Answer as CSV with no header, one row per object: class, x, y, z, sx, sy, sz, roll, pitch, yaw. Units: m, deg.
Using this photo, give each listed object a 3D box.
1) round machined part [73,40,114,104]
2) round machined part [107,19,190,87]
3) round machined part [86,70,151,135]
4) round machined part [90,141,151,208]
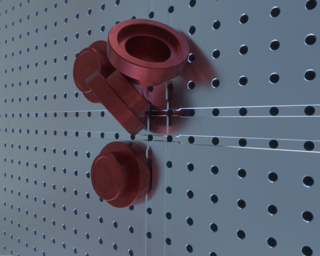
round machined part,-0.098,-0.087,0.481,0.098,0.042,0.097,0,90,40
round machined part,-0.016,-0.089,0.384,0.098,0.099,0.042,52,147,27
round machined part,-0.050,-0.040,0.413,0.042,0.098,0.098,-40,62,0
round machined part,-0.064,0.068,0.452,0.098,0.042,0.097,0,90,40
